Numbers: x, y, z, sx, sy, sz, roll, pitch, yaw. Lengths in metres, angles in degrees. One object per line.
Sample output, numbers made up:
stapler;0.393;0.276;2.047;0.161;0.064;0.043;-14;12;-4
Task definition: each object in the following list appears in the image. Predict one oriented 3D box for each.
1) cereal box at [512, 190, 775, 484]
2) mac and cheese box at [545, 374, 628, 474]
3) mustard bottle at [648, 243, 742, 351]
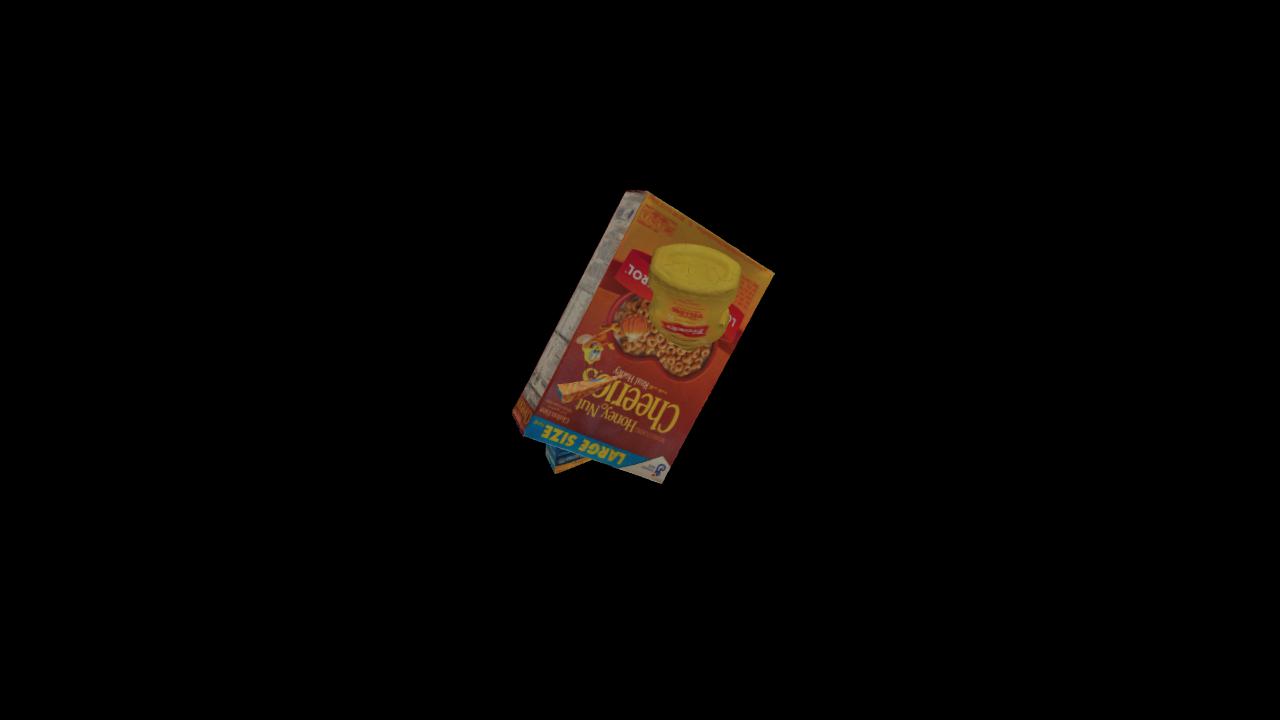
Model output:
cereal box;0.006;-0.019;0.744;0.203;0.306;0.081;26;4;-28
mac and cheese box;-0.067;0.069;0.766;0.093;0.041;0.184;-17;-33;-22
mustard bottle;0.055;-0.055;0.673;0.092;0.054;0.184;8;-22;3
